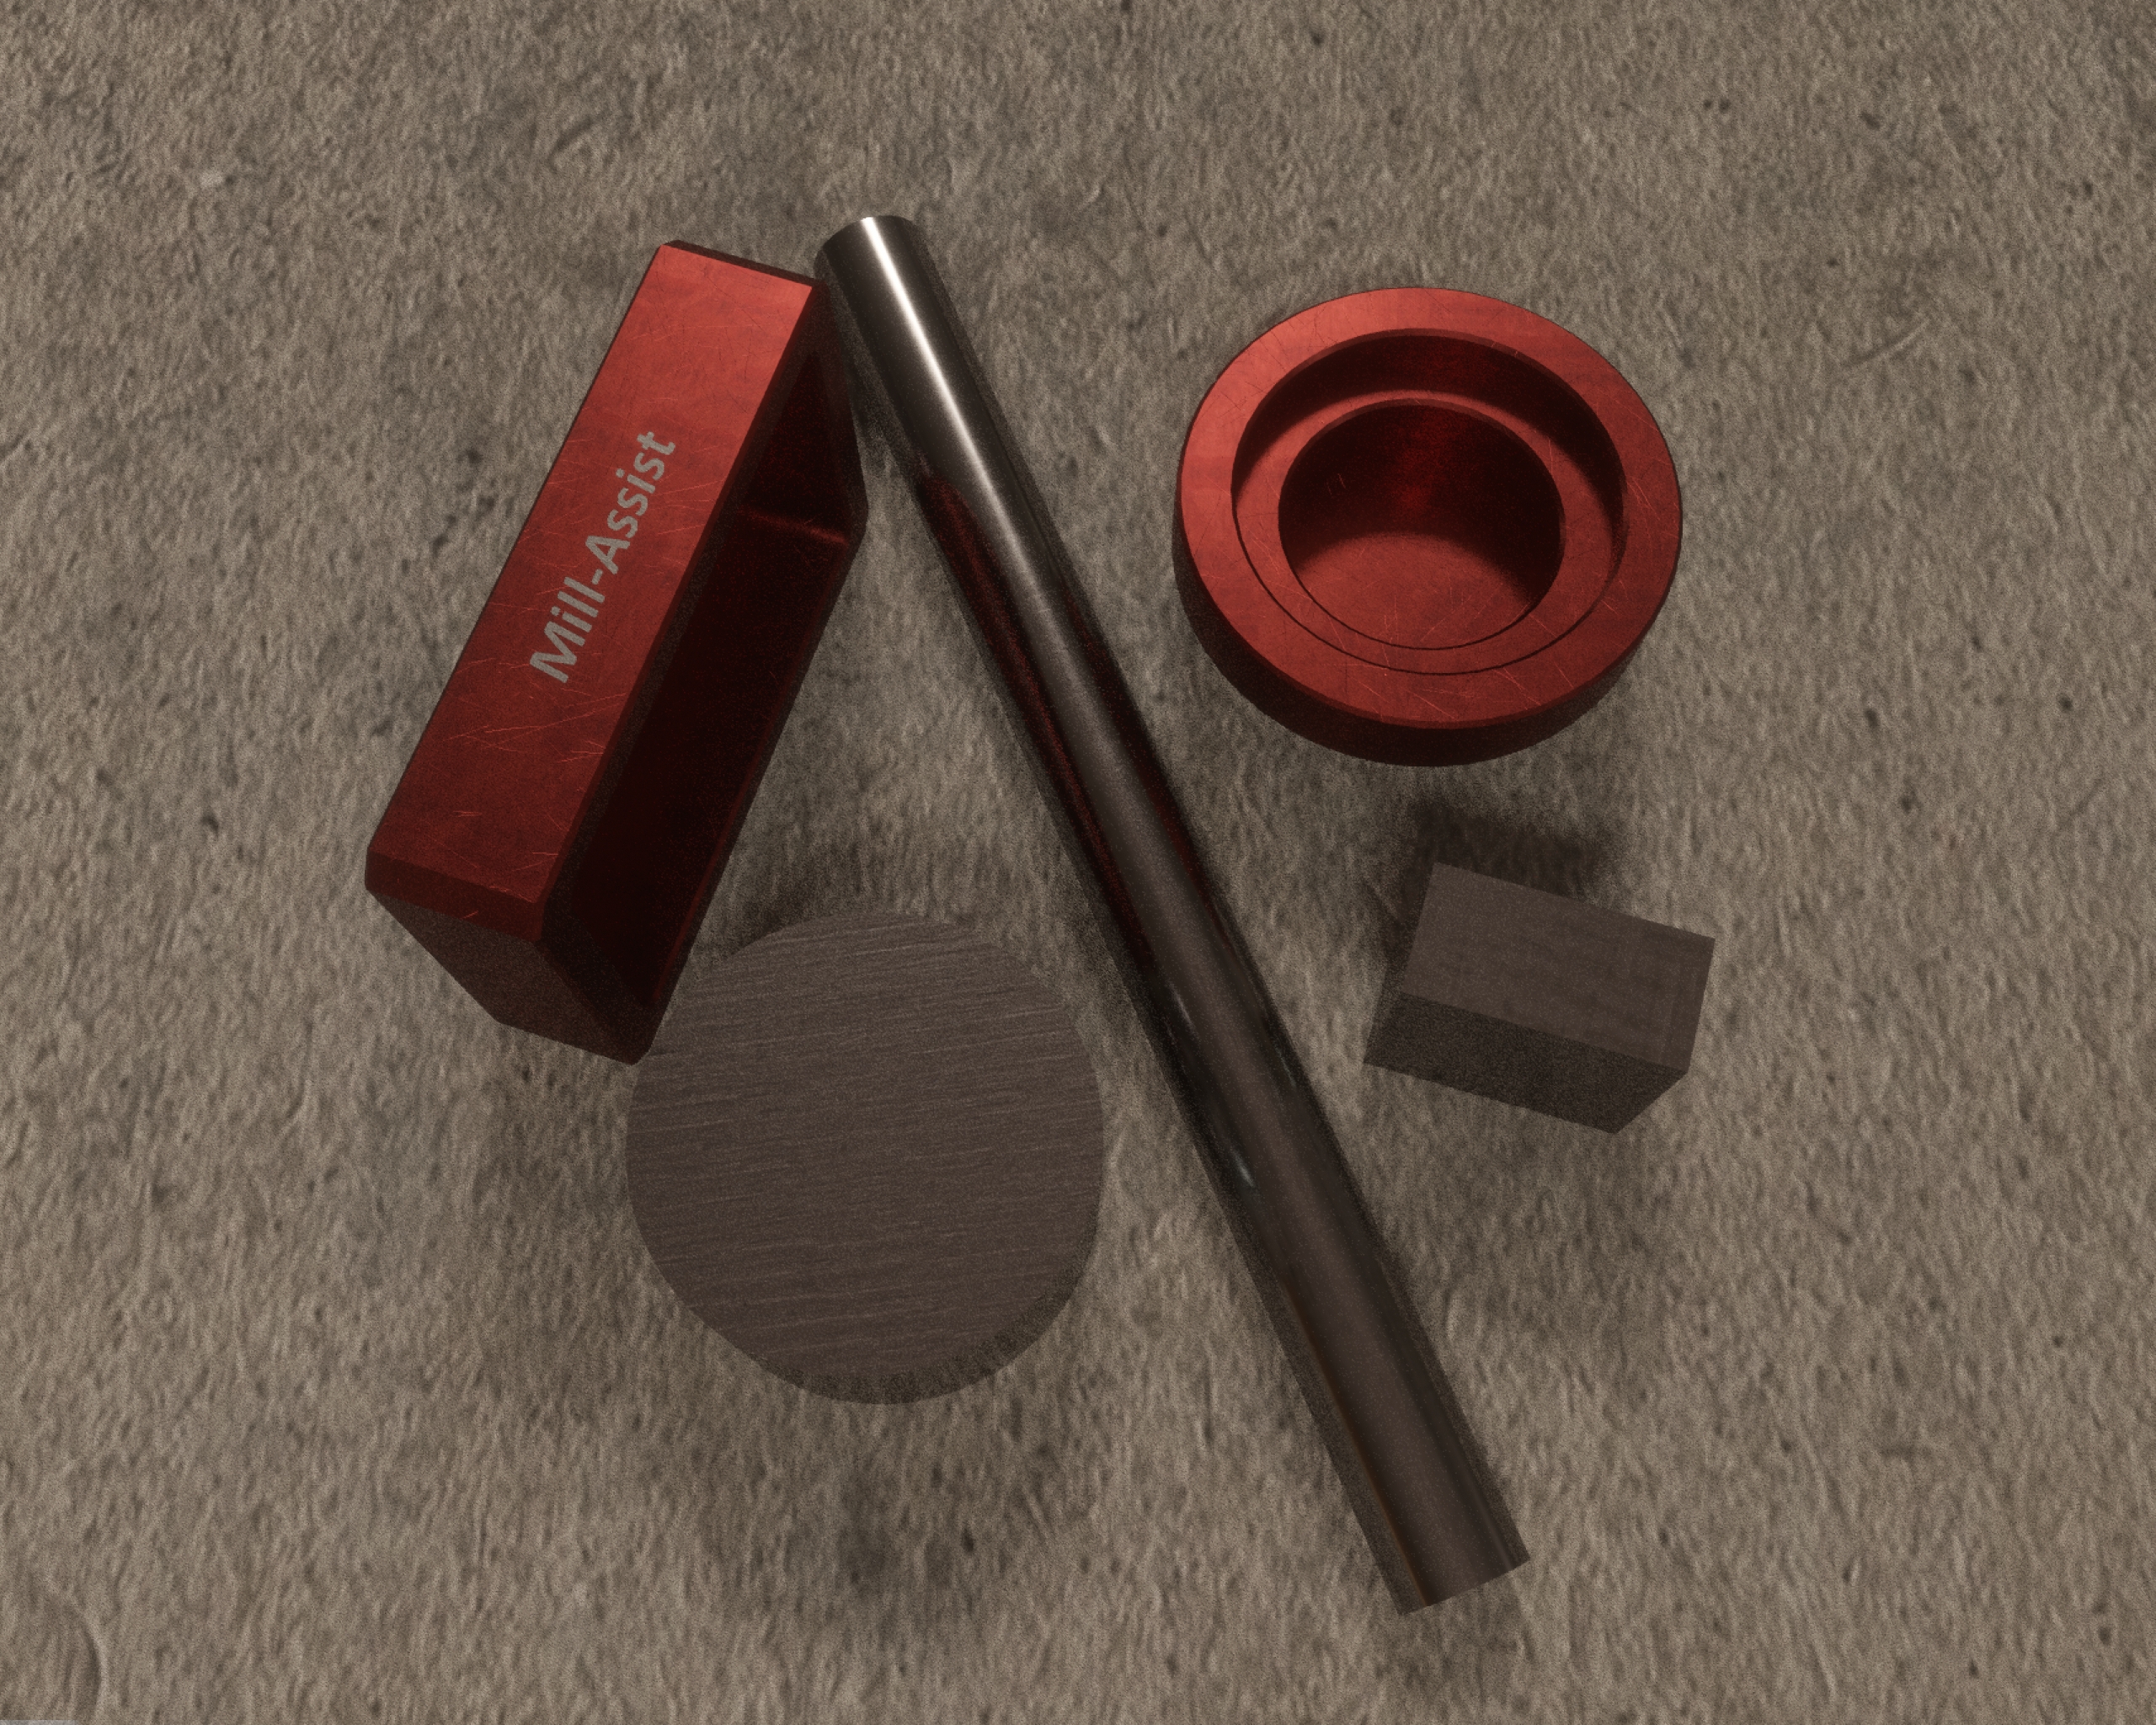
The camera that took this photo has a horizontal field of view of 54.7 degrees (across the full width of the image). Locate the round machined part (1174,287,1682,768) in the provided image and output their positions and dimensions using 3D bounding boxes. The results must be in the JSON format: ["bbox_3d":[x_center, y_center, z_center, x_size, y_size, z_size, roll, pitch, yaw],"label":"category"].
[{"bbox_3d":[0.068,-0.064,0.424,0.099,0.042,0.098,0,70,-1],"label":"round machined part"}]

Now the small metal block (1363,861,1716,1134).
[{"bbox_3d":[0.083,0.026,0.385,0.050,0.050,0.025,16,71,5],"label":"small metal block"}]

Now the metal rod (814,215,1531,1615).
[{"bbox_3d":[0.011,-0.003,0.411,0.025,0.025,0.299,-21,72,-8],"label":"metal rod"}]

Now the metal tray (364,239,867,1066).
[{"bbox_3d":[-0.079,-0.036,0.387,0.030,0.090,0.130,17,71,6],"label":"metal tray"}]

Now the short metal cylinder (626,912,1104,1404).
[{"bbox_3d":[-0.036,0.054,0.375,0.081,0.050,0.080,0,70,0],"label":"short metal cylinder"}]
